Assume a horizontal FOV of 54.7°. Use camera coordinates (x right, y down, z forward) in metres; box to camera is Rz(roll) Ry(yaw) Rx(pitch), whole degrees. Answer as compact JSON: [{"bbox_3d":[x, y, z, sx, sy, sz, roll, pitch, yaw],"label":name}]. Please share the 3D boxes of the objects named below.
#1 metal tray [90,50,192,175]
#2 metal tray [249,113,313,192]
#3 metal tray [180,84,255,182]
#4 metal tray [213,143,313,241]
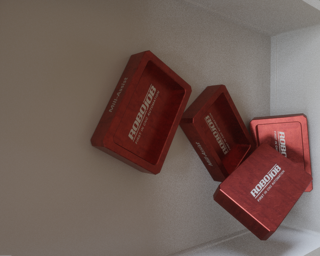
[{"bbox_3d":[-0.018,-0.018,0.387,0.090,0.030,0.130,35,69,-35],"label":"metal tray"},{"bbox_3d":[0.210,0.044,0.537,0.030,0.090,0.129,-23,106,-65],"label":"metal tray"},{"bbox_3d":[0.092,0.010,0.479,0.090,0.030,0.130,-48,119,-29],"label":"metal tray"},{"bbox_3d":[0.152,0.087,0.453,0.131,0.090,0.030,-34,152,-35],"label":"metal tray"}]
